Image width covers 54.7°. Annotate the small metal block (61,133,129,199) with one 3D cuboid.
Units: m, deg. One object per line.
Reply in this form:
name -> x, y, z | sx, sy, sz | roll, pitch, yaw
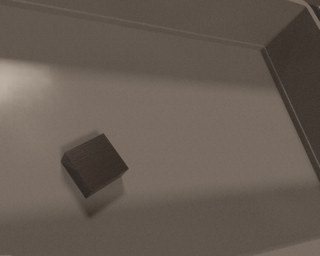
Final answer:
small metal block -> -0.072, 0.041, 0.343 | 0.050, 0.025, 0.050 | -30, 78, -38
